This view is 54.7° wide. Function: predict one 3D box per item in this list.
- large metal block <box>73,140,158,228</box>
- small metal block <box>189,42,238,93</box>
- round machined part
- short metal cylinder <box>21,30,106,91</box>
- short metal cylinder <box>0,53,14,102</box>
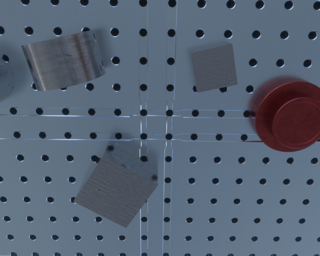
[{"bbox_3d":[-0.058,0.077,0.428,0.080,0.050,0.080,31,107,-11],"label":"large metal block"},{"bbox_3d":[0.066,-0.076,0.386,0.050,0.025,0.050,-11,110,4],"label":"small metal block"},{"bbox_3d":[0.173,-0.012,0.401,0.099,0.042,0.097,0,110,0],"label":"round machined part"},{"bbox_3d":[-0.108,-0.078,0.354,0.080,0.080,0.050,-11,110,4],"label":"short metal cylinder"},{"bbox_3d":[-0.230,-0.059,0.376,0.081,0.050,0.079,0,110,0],"label":"short metal cylinder"}]
